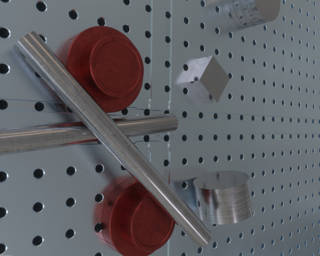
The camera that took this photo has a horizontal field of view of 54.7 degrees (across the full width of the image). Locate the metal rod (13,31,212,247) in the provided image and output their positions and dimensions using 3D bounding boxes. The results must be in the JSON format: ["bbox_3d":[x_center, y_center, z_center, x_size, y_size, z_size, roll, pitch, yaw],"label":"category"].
[{"bbox_3d":[-0.037,0.027,0.337,0.300,0.025,0.025,51,60,-18],"label":"metal rod"}]

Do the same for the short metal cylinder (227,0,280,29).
[{"bbox_3d":[0.160,-0.215,0.526,0.081,0.050,0.080,0,90,-40],"label":"short metal cylinder"}]

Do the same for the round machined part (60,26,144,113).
[{"bbox_3d":[-0.058,-0.066,0.350,0.099,0.042,0.097,0,90,-40],"label":"round machined part"}]

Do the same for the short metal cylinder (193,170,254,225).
[{"bbox_3d":[0.092,0.098,0.450,0.081,0.080,0.050,-16,100,-39],"label":"short metal cylinder"}]

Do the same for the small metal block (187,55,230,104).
[{"bbox_3d":[0.074,-0.073,0.471,0.050,0.025,0.050,44,64,-31],"label":"small metal block"}]

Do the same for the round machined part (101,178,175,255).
[{"bbox_3d":[-0.019,0.112,0.382,0.099,0.042,0.097,0,90,-40],"label":"round machined part"}]

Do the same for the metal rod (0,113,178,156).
[{"bbox_3d":[-0.099,0.007,0.325,0.302,0.025,0.025,-7,95,-40],"label":"metal rod"}]
